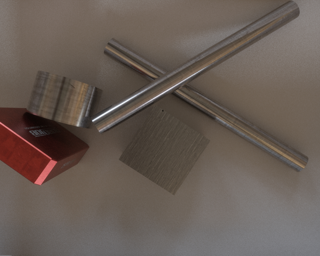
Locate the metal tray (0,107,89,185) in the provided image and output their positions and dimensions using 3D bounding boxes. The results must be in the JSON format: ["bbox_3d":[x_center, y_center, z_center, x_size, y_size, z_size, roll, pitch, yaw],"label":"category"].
[{"bbox_3d":[-0.142,0.014,0.356,0.090,0.130,0.030,36,93,0],"label":"metal tray"}]

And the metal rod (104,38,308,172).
[{"bbox_3d":[0.061,-0.030,0.412,0.301,0.025,0.025,31,90,-1],"label":"metal rod"}]

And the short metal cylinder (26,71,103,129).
[{"bbox_3d":[-0.116,-0.034,0.382,0.080,0.080,0.050,16,90,-1],"label":"short metal cylinder"}]

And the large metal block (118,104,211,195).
[{"bbox_3d":[0.005,0.026,0.399,0.080,0.050,0.080,33,90,-1],"label":"large metal block"}]

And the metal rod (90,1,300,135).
[{"bbox_3d":[0.051,-0.080,0.391,0.301,0.025,0.025,-32,90,-9],"label":"metal rod"}]
